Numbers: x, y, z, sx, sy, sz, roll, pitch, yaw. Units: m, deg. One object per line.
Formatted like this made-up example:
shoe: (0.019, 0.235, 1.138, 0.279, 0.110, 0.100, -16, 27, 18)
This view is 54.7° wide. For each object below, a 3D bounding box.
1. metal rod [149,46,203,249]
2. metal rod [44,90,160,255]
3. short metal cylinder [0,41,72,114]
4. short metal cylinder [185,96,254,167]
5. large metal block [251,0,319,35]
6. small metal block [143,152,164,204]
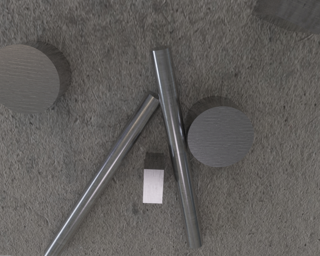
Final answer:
metal rod: (0.027, 0.042, 0.414, 0.025, 0.025, 0.298, -10, 114, 3)
metal rod: (-0.086, 0.077, 0.437, 0.025, 0.025, 0.299, 31, 107, -11)
short metal cylinder: (-0.154, -0.062, 0.372, 0.081, 0.050, 0.079, 0, 110, 0)
short metal cylinder: (0.074, 0.003, 0.398, 0.081, 0.050, 0.079, 0, 110, -1)
large metal block: (0.149, -0.149, 0.327, 0.050, 0.080, 0.079, 21, 109, -8)
small metal block: (-0.009, 0.067, 0.421, 0.025, 0.050, 0.050, 3, 110, -1)
